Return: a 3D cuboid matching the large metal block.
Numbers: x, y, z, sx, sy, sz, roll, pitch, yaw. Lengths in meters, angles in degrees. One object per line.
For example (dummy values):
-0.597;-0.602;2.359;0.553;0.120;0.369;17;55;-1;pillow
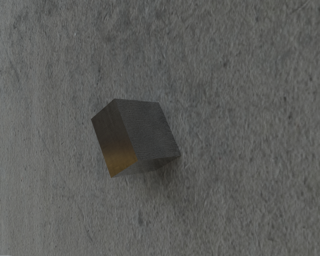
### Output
-0.030;0.012;0.395;0.050;0.081;0.080;-35;68;35;large metal block
